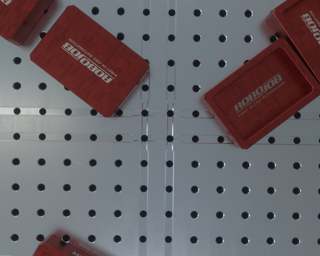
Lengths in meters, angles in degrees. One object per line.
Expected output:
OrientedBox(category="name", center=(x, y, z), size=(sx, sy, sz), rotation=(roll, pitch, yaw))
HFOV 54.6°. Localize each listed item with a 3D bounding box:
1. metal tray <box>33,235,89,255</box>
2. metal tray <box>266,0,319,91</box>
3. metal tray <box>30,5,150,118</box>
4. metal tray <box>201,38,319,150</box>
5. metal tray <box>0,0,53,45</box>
OrientedBox(category="metal tray", center=(-0.117, 0.215, 0.410), size=(0.130, 0.030, 0.090), rotation=(30, 90, 0))
OrientedBox(category="metal tray", center=(0.216, -0.122, 0.411), size=(0.090, 0.030, 0.130), rotation=(-34, 90, 0))
OrientedBox(category="metal tray", center=(-0.090, -0.086, 0.410), size=(0.130, 0.030, 0.090), rotation=(38, 90, 0))
OrientedBox(category="metal tray", center=(0.133, -0.044, 0.411), size=(0.130, 0.030, 0.090), rotation=(-37, 90, 0))
OrientedBox(category="metal tray", center=(-0.219, -0.184, 0.409), size=(0.130, 0.030, 0.090), rotation=(36, 90, 0))
